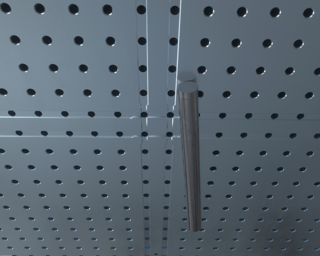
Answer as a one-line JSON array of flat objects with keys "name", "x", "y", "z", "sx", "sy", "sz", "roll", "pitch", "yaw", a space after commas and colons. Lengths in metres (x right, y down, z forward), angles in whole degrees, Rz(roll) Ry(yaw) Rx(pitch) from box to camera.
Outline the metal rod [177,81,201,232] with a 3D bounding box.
[{"name": "metal rod", "x": 0.048, "y": 0.064, "z": 0.466, "sx": 0.025, "sy": 0.025, "sz": 0.298, "roll": -4, "pitch": 130, "yaw": 4}]
